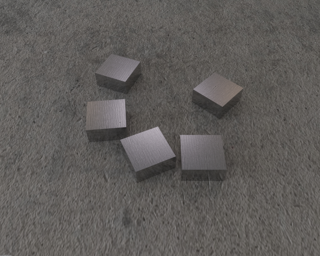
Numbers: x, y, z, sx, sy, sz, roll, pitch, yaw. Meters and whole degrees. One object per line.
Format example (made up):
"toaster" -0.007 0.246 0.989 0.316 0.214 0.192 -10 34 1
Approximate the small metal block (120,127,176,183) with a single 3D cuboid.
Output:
"small metal block" -0.015 0.032 0.376 0.050 0.025 0.050 -20 53 -16

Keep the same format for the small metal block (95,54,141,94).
"small metal block" -0.063 -0.083 0.472 0.050 0.025 0.050 18 52 14

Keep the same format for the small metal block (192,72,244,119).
"small metal block" 0.082 -0.047 0.443 0.050 0.025 0.050 36 58 26

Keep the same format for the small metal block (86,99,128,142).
"small metal block" -0.070 -0.010 0.411 0.050 0.025 0.050 -5 50 -4

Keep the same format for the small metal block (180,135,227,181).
"small metal block" 0.050 0.036 0.373 0.050 0.025 0.050 0 50 0
